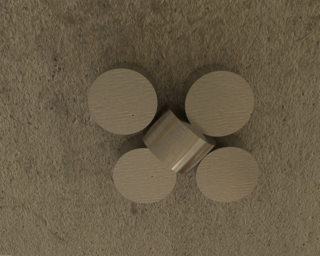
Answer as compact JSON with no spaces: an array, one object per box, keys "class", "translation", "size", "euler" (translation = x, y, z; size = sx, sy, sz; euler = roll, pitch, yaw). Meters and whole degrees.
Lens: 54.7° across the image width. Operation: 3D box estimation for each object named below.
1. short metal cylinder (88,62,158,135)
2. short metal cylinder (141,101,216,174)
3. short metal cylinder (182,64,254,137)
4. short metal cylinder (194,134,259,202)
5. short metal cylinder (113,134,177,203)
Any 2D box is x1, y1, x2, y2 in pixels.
[{"class":"short metal cylinder","translation":[-0.043,-0.038,0.382],"size":[0.081,0.050,0.079],"euler":[0,110,-1]},{"class":"short metal cylinder","translation":[0.023,0.011,0.386],"size":[0.080,0.080,0.050],"euler":[38,106,-13]},{"class":"short metal cylinder","translation":[0.069,-0.035,0.384],"size":[0.081,0.050,0.079],"euler":[0,110,-1]},{"class":"short metal cylinder","translation":[0.086,0.052,0.417],"size":[0.081,0.050,0.079],"euler":[0,110,-1]},{"class":"short metal cylinder","translation":[-0.019,0.053,0.416],"size":[0.081,0.050,0.079],"euler":[0,110,-1]}]
